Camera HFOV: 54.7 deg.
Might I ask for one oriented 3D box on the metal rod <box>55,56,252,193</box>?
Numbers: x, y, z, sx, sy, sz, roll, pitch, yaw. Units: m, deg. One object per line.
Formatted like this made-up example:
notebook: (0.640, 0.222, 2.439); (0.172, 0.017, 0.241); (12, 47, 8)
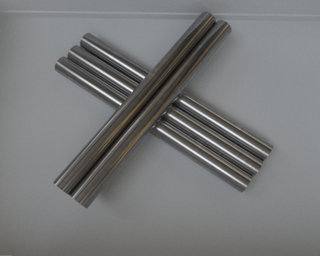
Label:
metal rod: (-0.017, -0.010, 0.412); (0.301, 0.025, 0.025); (33, 73, 11)

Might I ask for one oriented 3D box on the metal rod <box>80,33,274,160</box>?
metal rod: (0.015, -0.048, 0.425); (0.300, 0.025, 0.025); (33, 73, 11)

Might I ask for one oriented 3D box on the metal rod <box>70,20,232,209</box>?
metal rod: (-0.001, -0.029, 0.392); (0.025, 0.025, 0.300); (36, 74, 12)

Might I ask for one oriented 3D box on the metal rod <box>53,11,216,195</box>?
metal rod: (-0.022, -0.042, 0.397); (0.025, 0.025, 0.300); (36, 74, 12)

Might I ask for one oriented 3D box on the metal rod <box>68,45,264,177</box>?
metal rod: (-0.001, -0.028, 0.418); (0.301, 0.025, 0.025); (33, 73, 11)
